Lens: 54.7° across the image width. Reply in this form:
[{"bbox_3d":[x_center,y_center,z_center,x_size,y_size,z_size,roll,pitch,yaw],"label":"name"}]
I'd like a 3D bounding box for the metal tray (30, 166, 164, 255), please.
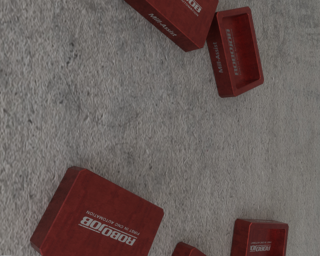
[{"bbox_3d":[-0.063,0.110,0.349,0.130,0.030,0.090,37,68,-34],"label":"metal tray"}]

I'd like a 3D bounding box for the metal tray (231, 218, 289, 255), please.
[{"bbox_3d":[0.179,0.211,0.551,0.131,0.030,0.090,16,80,-39],"label":"metal tray"}]

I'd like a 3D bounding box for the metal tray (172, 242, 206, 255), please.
[{"bbox_3d":[0.033,0.239,0.429,0.090,0.030,0.130,45,63,-31],"label":"metal tray"}]

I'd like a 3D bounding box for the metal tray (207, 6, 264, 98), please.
[{"bbox_3d":[0.121,-0.123,0.502,0.091,0.030,0.129,-25,106,-37],"label":"metal tray"}]

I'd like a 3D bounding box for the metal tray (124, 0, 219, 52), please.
[{"bbox_3d":[0.019,-0.175,0.416,0.131,0.030,0.090,30,71,-36],"label":"metal tray"}]
